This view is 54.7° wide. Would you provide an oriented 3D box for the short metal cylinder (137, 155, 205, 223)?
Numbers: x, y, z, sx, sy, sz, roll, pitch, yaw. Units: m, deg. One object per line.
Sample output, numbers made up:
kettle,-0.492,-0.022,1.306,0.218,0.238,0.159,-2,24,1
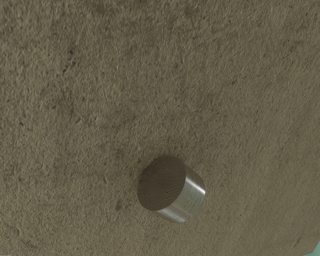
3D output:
short metal cylinder,0.015,0.085,0.432,0.080,0.080,0.050,-45,129,3
